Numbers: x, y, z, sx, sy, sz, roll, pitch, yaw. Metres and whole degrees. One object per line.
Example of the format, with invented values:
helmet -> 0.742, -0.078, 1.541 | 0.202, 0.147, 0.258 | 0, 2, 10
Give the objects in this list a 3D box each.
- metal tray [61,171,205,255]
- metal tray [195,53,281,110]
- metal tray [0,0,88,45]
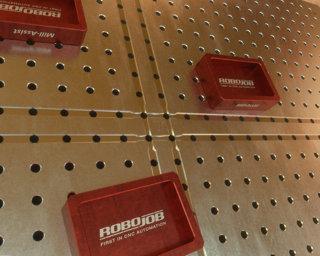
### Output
metal tray -> -0.026, 0.104, 0.326 | 0.131, 0.030, 0.090 | -8, 66, -32
metal tray -> 0.132, -0.076, 0.521 | 0.131, 0.030, 0.090 | -1, 62, -29
metal tray -> -0.170, -0.159, 0.409 | 0.131, 0.030, 0.090 | -2, 63, -29
